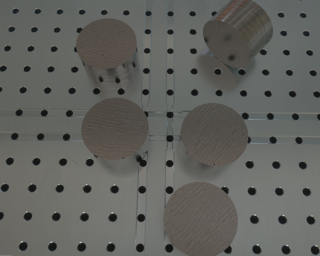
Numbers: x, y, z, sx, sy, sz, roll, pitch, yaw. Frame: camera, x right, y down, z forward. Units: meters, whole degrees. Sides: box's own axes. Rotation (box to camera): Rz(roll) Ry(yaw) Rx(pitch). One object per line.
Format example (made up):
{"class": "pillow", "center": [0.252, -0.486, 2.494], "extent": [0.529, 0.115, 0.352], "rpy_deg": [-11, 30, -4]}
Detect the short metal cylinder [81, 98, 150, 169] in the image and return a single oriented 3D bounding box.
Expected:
{"class": "short metal cylinder", "center": [-0.054, 0.008, 0.395], "extent": [0.081, 0.050, 0.080], "rpy_deg": [0, 70, 0]}

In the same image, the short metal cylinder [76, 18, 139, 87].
{"class": "short metal cylinder", "center": [-0.071, -0.105, 0.436], "extent": [0.081, 0.050, 0.080], "rpy_deg": [0, 70, 0]}

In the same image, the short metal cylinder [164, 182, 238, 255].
{"class": "short metal cylinder", "center": [0.044, 0.107, 0.360], "extent": [0.081, 0.050, 0.080], "rpy_deg": [0, 70, 0]}

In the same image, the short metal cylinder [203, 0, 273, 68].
{"class": "short metal cylinder", "center": [0.107, -0.131, 0.431], "extent": [0.080, 0.080, 0.050], "rpy_deg": [41, 75, 13]}

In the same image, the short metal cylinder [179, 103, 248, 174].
{"class": "short metal cylinder", "center": [0.065, 0.015, 0.393], "extent": [0.081, 0.050, 0.080], "rpy_deg": [0, 70, 0]}
